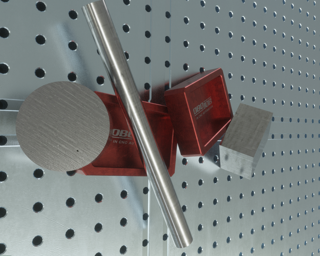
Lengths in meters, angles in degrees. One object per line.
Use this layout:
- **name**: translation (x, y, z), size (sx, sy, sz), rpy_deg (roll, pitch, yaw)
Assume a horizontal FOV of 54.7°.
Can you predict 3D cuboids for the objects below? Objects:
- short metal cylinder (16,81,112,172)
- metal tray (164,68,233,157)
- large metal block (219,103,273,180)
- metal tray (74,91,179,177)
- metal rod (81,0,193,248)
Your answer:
- **short metal cylinder**: translation (-0.087, 0.000, 0.296), size (0.081, 0.050, 0.080), rpy_deg (0, 86, -5)
- **metal tray**: translation (0.061, -0.026, 0.432), size (0.131, 0.030, 0.089), rpy_deg (-35, 113, -52)
- **large metal block**: translation (0.133, 0.022, 0.481), size (0.080, 0.050, 0.080), rpy_deg (-59, 154, -23)
- **metal tray**: translation (-0.036, 0.012, 0.375), size (0.131, 0.030, 0.089), rpy_deg (9, 85, -40)
- **metal rod**: translation (-0.019, 0.010, 0.354), size (0.025, 0.025, 0.298), rpy_deg (-32, 110, -36)
